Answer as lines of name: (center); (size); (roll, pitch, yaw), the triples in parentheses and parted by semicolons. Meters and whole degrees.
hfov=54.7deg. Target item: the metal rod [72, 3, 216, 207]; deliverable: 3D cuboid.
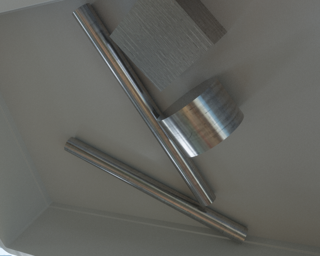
metal rod: (-0.013, -0.020, 0.401); (0.025, 0.025, 0.299); (-24, 106, 36)

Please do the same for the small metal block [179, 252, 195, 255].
small metal block: (0.056, 0.247, 0.533); (0.050, 0.025, 0.050); (8, 122, 23)

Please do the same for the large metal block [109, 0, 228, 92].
large metal block: (0.009, -0.099, 0.326); (0.080, 0.050, 0.080); (47, 129, -6)

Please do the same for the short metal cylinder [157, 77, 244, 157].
short metal cylinder: (0.044, -0.012, 0.342); (0.080, 0.080, 0.050); (-30, 102, 37)

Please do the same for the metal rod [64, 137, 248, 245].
metal rod: (-0.013, 0.090, 0.469); (0.301, 0.025, 0.025); (26, 127, 11)
